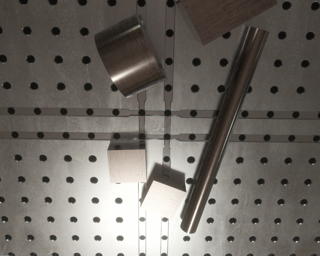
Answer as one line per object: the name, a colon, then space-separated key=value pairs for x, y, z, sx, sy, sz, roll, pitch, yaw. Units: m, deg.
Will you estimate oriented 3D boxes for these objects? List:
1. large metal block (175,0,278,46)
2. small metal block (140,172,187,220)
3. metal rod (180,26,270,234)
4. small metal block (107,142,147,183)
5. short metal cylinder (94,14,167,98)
large metal block: x=0.066 y=-0.135 z=0.335 sx=0.080 sy=0.080 sz=0.050 roll=-28 pitch=108 yaw=9
small metal block: x=0.004 y=0.098 z=0.450 sx=0.050 sy=0.025 sz=0.050 roll=22 pitch=108 yaw=-8
metal rod: x=0.081 y=0.017 z=0.420 sx=0.025 sy=0.025 sz=0.298 roll=14 pitch=109 yaw=-6
small metal block: x=-0.044 y=0.048 z=0.431 sx=0.050 sy=0.025 sz=0.050 roll=-2 pitch=110 yaw=0
short metal cylinder: x=-0.031 y=-0.081 z=0.354 sx=0.050 sy=0.080 sz=0.080 roll=-24 pitch=109 yaw=8
